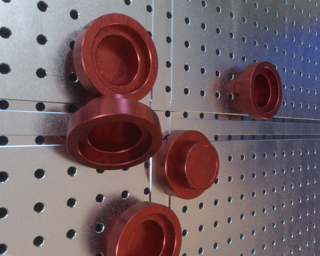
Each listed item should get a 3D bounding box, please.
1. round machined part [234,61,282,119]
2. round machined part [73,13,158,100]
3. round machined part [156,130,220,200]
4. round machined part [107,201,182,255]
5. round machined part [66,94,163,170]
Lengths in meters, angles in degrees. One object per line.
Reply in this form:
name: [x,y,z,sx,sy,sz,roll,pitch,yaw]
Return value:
round machined part: [0.167,-0.064,0.536,0.099,0.042,0.097,0,90,-40]
round machined part: [-0.053,-0.075,0.353,0.099,0.042,0.097,0,90,-40]
round machined part: [0.046,0.052,0.435,0.099,0.042,0.097,0,90,-40]
round machined part: [-0.023,0.139,0.378,0.099,0.042,0.097,0,90,-40]
round machined part: [-0.049,0.002,0.333,0.098,0.098,0.042,25,39,-37]
